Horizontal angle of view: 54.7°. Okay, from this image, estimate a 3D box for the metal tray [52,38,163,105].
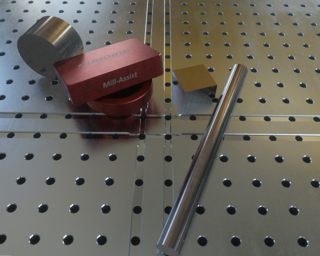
[{"bbox_3d":[-0.072,-0.083,0.432,0.131,0.030,0.090,-23,38,-19],"label":"metal tray"}]

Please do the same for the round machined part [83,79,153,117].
[{"bbox_3d":[-0.059,-0.054,0.441,0.099,0.042,0.098,0,50,0],"label":"round machined part"}]

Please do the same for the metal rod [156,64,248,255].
[{"bbox_3d":[0.066,0.015,0.395,0.025,0.025,0.301,18,52,14],"label":"metal rod"}]

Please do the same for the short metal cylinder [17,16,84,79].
[{"bbox_3d":[-0.165,-0.121,0.472,0.080,0.080,0.050,15,52,12],"label":"short metal cylinder"}]

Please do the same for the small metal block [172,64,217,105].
[{"bbox_3d":[0.051,-0.066,0.464,0.050,0.025,0.050,-14,52,-12],"label":"small metal block"}]
